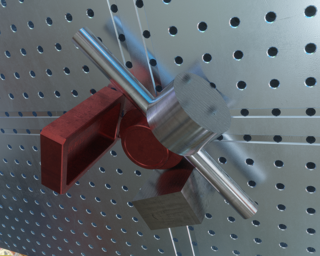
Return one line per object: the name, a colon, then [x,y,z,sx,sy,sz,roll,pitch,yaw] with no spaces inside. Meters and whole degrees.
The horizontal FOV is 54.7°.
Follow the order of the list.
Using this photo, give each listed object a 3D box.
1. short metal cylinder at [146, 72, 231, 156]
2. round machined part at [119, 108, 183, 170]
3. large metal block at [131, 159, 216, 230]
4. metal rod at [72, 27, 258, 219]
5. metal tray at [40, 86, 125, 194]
short metal cylinder: [0.032,-0.015,0.347,0.080,0.080,0.050,45,129,-3]
round machined part: [-0.012,0.017,0.415,0.098,0.042,0.097,13,124,20]
large metal block: [0.023,0.086,0.415,0.080,0.080,0.050,-21,108,35]
metal rod: [0.009,-0.003,0.376,0.300,0.025,0.025,46,129,-5]
metal tray: [-0.096,0.012,0.400,0.030,0.131,0.089,25,127,13]
